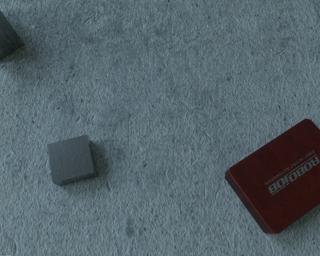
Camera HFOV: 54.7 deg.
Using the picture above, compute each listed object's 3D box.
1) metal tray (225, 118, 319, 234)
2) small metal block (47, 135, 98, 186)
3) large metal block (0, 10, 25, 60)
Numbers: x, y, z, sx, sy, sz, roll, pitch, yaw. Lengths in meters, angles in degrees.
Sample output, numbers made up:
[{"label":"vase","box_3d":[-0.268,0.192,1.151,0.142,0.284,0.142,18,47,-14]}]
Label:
[{"label":"metal tray","box_3d":[0.160,0.058,0.386,0.131,0.030,0.090,-31,73,-11]},{"label":"small metal block","box_3d":[-0.110,0.041,0.392,0.050,0.025,0.050,-14,71,-5]},{"label":"large metal block","box_3d":[-0.249,-0.151,0.432,0.050,0.080,0.080,-39,75,-13]}]
